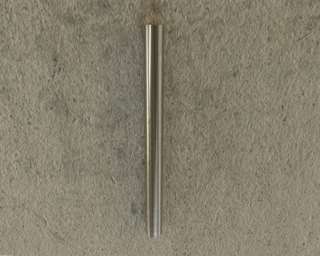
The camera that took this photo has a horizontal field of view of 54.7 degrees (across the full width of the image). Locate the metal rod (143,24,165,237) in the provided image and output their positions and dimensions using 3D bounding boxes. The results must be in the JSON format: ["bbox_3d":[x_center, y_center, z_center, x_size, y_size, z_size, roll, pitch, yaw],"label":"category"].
[{"bbox_3d":[-0.008,0.017,0.417,0.025,0.025,0.298,0,110,-1],"label":"metal rod"}]
